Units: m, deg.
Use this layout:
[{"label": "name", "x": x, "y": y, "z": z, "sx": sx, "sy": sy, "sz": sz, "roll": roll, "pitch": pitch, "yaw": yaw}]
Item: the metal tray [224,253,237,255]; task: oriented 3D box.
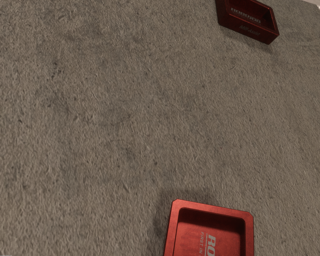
[{"label": "metal tray", "x": 0.089, "y": 0.211, "z": 0.321, "sx": 0.090, "sy": 0.030, "sz": 0.130, "roll": 32, "pitch": 51, "yaw": -8}]

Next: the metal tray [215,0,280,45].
[{"label": "metal tray", "x": 0.181, "y": -0.233, "z": 0.643, "sx": 0.131, "sy": 0.030, "sz": 0.090, "roll": 14, "pitch": 56, "yaw": -21}]

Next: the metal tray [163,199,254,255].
[{"label": "metal tray", "x": 0.047, "y": 0.143, "z": 0.313, "sx": 0.091, "sy": 0.030, "sz": 0.130, "roll": 10, "pitch": 50, "yaw": 3}]
